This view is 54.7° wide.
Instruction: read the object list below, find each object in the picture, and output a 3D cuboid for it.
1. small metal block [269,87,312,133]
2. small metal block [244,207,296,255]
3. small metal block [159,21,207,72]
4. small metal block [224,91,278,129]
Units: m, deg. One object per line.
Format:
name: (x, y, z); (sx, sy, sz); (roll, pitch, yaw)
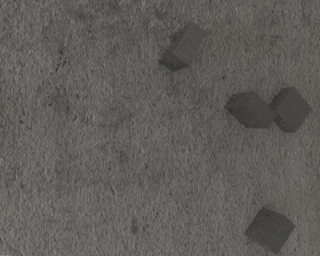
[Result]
small metal block: (0.201, -0.028, 0.483); (0.050, 0.025, 0.050); (43, 76, -15)
small metal block: (0.160, 0.150, 0.455); (0.025, 0.050, 0.050); (44, 76, -15)
small metal block: (0.029, -0.105, 0.406); (0.025, 0.050, 0.050); (32, 80, -17)
small metal block: (0.129, -0.025, 0.443); (0.050, 0.050, 0.025); (41, 77, -16)
